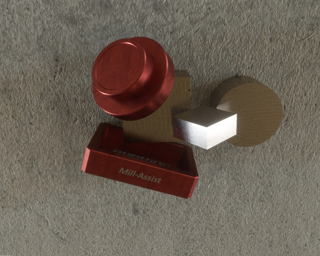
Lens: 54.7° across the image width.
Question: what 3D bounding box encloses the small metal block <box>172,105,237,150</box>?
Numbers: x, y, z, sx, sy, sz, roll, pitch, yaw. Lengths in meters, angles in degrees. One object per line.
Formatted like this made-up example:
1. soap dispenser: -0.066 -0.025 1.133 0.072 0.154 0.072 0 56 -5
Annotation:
1. small metal block: 0.050 -0.003 0.348 0.050 0.050 0.025 -22 118 -37

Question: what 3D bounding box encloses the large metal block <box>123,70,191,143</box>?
1. large metal block: -0.005 -0.029 0.388 0.080 0.050 0.079 -1 110 0

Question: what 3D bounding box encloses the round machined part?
1. round machined part: -0.037 -0.061 0.349 0.098 0.098 0.042 -35 151 11

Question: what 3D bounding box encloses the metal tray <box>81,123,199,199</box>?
1. metal tray: -0.022 0.037 0.389 0.131 0.090 0.030 16 110 -6

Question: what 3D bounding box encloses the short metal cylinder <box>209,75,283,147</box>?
1. short metal cylinder: 0.105 -0.023 0.391 0.081 0.050 0.079 0 110 0
